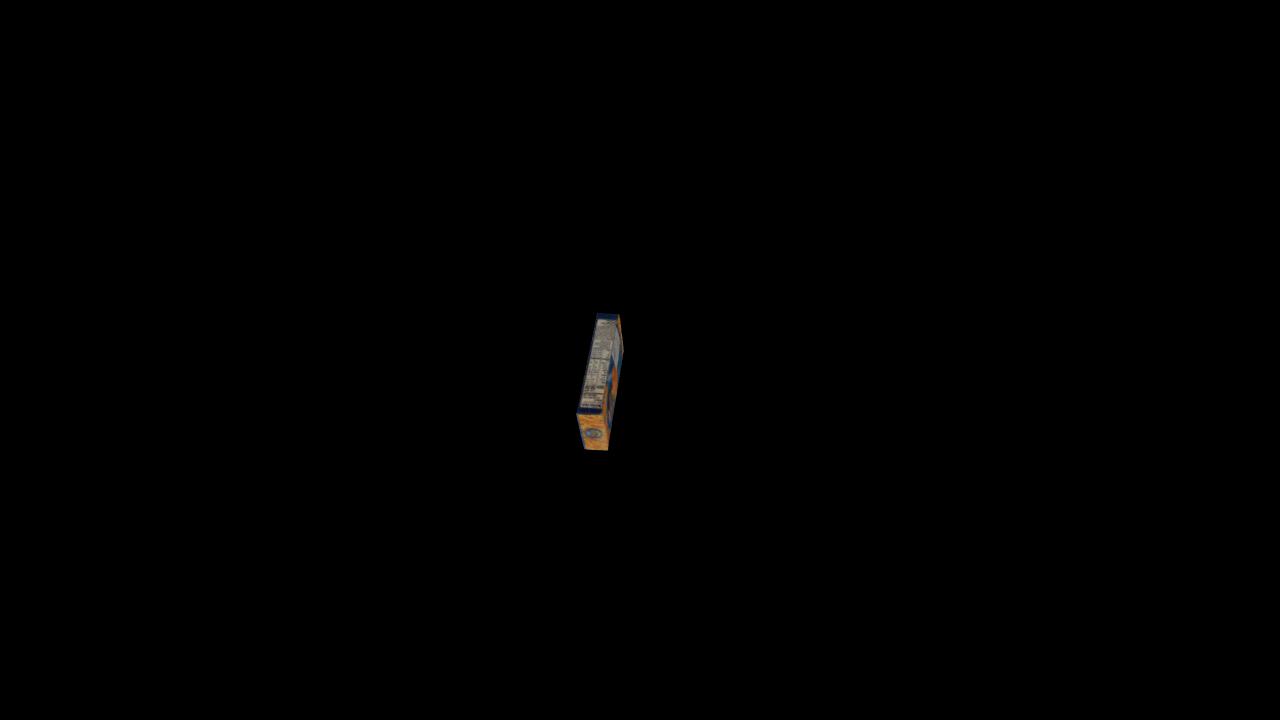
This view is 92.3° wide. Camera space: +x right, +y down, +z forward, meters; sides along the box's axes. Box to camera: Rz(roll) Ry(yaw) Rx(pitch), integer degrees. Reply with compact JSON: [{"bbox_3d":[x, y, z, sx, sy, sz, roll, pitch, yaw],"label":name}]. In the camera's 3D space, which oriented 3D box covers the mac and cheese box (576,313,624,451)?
[{"bbox_3d":[-0.055,0.029,0.891,0.041,0.184,0.093,3,-38,5],"label":"mac and cheese box"}]
